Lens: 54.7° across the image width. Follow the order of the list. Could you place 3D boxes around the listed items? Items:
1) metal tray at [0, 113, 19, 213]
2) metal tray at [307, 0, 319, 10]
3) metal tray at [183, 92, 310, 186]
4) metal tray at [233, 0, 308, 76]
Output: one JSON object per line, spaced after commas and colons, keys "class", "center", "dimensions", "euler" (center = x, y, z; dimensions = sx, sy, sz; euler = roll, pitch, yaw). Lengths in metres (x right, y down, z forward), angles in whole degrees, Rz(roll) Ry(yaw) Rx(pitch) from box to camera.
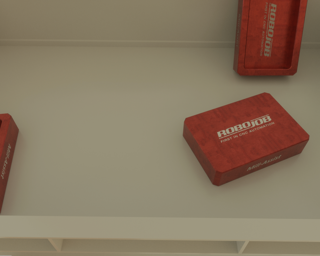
{"class": "metal tray", "center": [-0.227, 0.043, 0.363], "dimensions": [0.091, 0.030, 0.130], "euler": [-5, 50, -5]}
{"class": "metal tray", "center": [0.265, -0.276, 0.637], "dimensions": [0.131, 0.030, 0.090], "euler": [-11, 51, -9]}
{"class": "metal tray", "center": [0.106, 0.010, 0.394], "dimensions": [0.131, 0.030, 0.090], "euler": [-18, 52, -15]}
{"class": "metal tray", "center": [0.162, -0.145, 0.461], "dimensions": [0.091, 0.129, 0.030], "euler": [0, 20, 0]}
